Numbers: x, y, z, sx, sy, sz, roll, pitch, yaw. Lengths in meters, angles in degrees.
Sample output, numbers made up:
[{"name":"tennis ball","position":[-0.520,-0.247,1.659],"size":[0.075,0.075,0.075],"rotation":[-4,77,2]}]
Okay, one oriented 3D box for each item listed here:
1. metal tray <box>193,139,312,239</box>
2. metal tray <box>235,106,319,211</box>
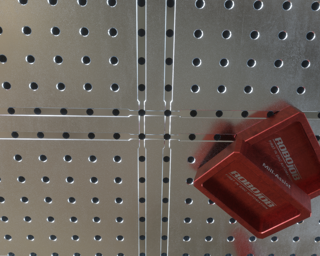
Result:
[{"name":"metal tray","position":[0.122,0.085,0.417],"size":[0.130,0.030,0.090],"rotation":[40,127,-6]},{"name":"metal tray","position":[0.175,0.046,0.430],"size":[0.090,0.030,0.130],"rotation":[-30,108,10]}]
